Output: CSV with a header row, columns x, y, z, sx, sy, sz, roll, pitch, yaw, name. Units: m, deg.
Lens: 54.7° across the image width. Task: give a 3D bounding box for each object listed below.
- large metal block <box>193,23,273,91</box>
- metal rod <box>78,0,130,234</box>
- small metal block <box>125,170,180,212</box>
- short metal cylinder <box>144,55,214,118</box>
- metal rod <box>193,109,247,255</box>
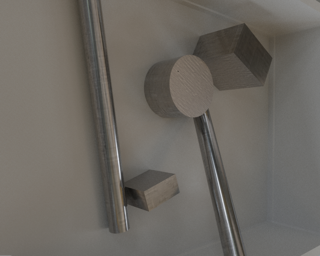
x,y,z,sx,sy,sz,roll,pitch,yaw,name
0.106,-0.101,0.462,0.080,0.080,0.050,35,69,-35,large metal block
-0.065,-0.028,0.353,0.025,0.025,0.298,-11,97,-40,metal rod
-0.013,0.075,0.382,0.050,0.050,0.025,-22,105,-38,small metal block
0.026,-0.053,0.414,0.081,0.050,0.079,0,90,-40,short metal cylinder
0.076,0.086,0.384,0.025,0.025,0.299,19,50,-39,metal rod
